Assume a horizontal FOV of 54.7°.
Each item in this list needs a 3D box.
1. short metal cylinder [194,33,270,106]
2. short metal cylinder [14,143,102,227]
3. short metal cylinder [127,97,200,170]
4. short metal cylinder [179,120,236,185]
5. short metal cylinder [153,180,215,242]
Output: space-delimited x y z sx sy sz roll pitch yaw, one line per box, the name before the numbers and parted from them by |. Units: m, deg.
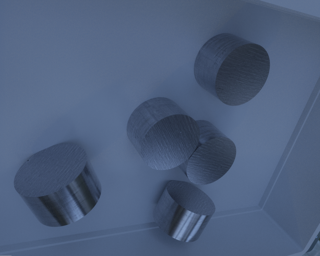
short metal cylinder | 0.091 -0.075 0.396 0.081 0.050 0.079 -14 124 -21
short metal cylinder | -0.113 0.063 0.350 0.080 0.080 0.050 -24 127 -13
short metal cylinder | 0.004 0.007 0.399 0.081 0.050 0.079 -14 124 -21
short metal cylinder | 0.062 0.035 0.448 0.081 0.050 0.079 -14 124 -21
short metal cylinder | 0.036 0.124 0.469 0.081 0.080 0.050 13 112 -34
